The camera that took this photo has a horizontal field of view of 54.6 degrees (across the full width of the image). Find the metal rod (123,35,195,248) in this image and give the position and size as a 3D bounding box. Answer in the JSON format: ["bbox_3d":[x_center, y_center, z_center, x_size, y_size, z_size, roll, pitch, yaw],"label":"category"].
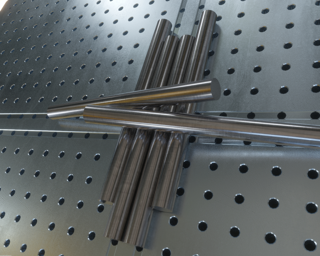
[{"bbox_3d":[0.007,-0.001,0.407,0.025,0.025,0.300,1,62,29],"label":"metal rod"}]

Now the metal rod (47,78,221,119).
[{"bbox_3d":[-0.058,-0.035,0.432,0.300,0.025,0.025,-4,60,36],"label":"metal rod"}]

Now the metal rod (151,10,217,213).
[{"bbox_3d":[0.039,-0.040,0.412,0.025,0.025,0.300,1,62,29],"label":"metal rod"}]

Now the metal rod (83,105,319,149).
[{"bbox_3d":[0.044,-0.004,0.362,0.301,0.025,0.025,6,65,21],"label":"metal rod"}]

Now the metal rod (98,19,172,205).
[{"bbox_3d":[-0.029,-0.039,0.447,0.025,0.025,0.300,1,62,29],"label":"metal rod"}]

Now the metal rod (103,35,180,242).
[{"bbox_3d":[-0.017,-0.003,0.419,0.025,0.025,0.300,2,62,29],"label":"metal rod"}]
